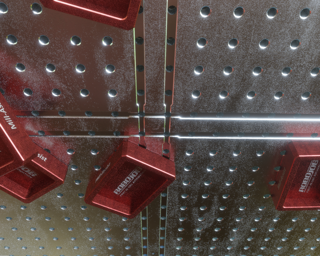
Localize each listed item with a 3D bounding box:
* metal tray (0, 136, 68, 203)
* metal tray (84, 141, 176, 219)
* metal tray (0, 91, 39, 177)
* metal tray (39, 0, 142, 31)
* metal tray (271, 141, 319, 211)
[{"bbox_3d":[-0.214,0.052,0.449,0.090,0.030,0.130,-31,124,23],"label":"metal tray"},{"bbox_3d":[-0.048,0.085,0.480,0.090,0.030,0.129,27,125,-22],"label":"metal tray"},{"bbox_3d":[-0.219,-0.001,0.369,0.090,0.030,0.130,-25,101,19],"label":"metal tray"},{"bbox_3d":[-0.051,-0.161,0.270,0.091,0.030,0.129,13,129,-11],"label":"metal tray"},{"bbox_3d":[0.233,0.077,0.477,0.091,0.030,0.129,-1,130,0],"label":"metal tray"}]
